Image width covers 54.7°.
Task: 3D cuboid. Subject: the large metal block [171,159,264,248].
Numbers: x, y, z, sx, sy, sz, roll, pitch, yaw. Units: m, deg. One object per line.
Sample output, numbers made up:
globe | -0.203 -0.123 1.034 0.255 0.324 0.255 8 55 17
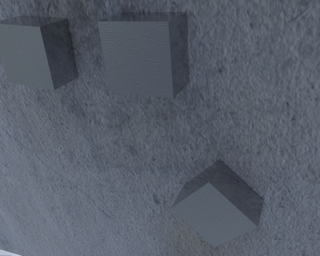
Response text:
large metal block | 0.076 0.101 0.413 0.080 0.050 0.080 43 129 -2

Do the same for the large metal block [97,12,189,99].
large metal block | -0.015 -0.083 0.346 0.080 0.050 0.079 9 122 23

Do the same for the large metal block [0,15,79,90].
large metal block | -0.164 -0.102 0.412 0.080 0.050 0.079 11 123 22
